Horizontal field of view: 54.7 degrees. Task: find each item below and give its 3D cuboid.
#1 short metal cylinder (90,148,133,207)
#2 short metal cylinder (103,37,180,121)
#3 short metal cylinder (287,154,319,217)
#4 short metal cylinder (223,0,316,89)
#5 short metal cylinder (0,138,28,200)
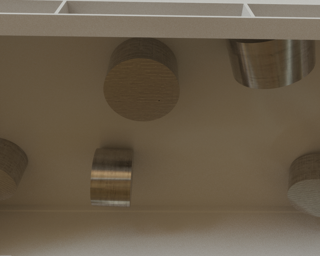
[{"bbox_3d":[-0.064,0.069,0.431,0.050,0.080,0.079,3,130,-3],"label":"short metal cylinder"},{"bbox_3d":[-0.019,-0.054,0.346,0.081,0.050,0.079,0,130,0],"label":"short metal cylinder"},{"bbox_3d":[0.230,0.084,0.449,0.080,0.050,0.079,14,133,15],"label":"short metal cylinder"},{"bbox_3d":[0.107,-0.082,0.304,0.080,0.080,0.050,-15,129,12],"label":"short metal cylinder"},{"bbox_3d":[-0.237,0.059,0.440,0.081,0.050,0.079,0,130,0],"label":"short metal cylinder"}]
